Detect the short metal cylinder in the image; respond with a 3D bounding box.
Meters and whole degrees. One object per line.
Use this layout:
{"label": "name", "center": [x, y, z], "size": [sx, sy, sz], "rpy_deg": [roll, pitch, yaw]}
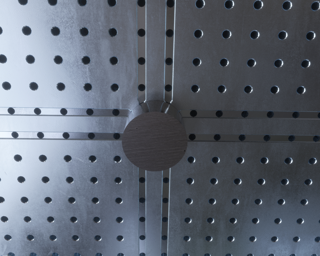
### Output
{"label": "short metal cylinder", "center": [-0.006, 0.009, 0.403], "size": [0.081, 0.050, 0.079], "rpy_deg": [0, 110, -1]}
